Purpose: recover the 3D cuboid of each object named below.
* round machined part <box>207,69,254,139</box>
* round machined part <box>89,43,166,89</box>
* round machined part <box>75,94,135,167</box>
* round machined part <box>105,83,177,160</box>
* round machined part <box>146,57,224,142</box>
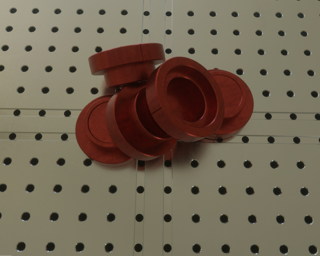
[{"bbox_3d":[0.077,-0.037,0.417,0.099,0.042,0.098,0,70,-1],"label":"round machined part"},{"bbox_3d":[-0.040,-0.078,0.406,0.099,0.098,0.042,-12,96,-5],"label":"round machined part"},{"bbox_3d":[-0.061,-0.001,0.402,0.099,0.042,0.098,0,70,-1],"label":"round machined part"},{"bbox_3d":[-0.013,-0.012,0.382,0.099,0.042,0.098,17,61,-33],"label":"round machined part"},{"bbox_3d":[0.025,-0.030,0.363,0.099,0.042,0.098,14,65,-31],"label":"round machined part"}]
